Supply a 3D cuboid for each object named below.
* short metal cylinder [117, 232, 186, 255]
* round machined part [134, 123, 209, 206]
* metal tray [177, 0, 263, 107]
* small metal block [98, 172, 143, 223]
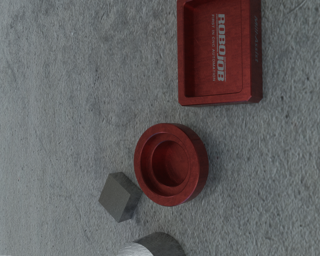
[{"bbox_3d":[-0.011,0.180,0.396,0.080,0.050,0.079,0,90,39],"label":"short metal cylinder"},{"bbox_3d":[0.018,0.043,0.378,0.098,0.042,0.097,0,90,39],"label":"round machined part"},{"bbox_3d":[0.064,-0.091,0.347,0.090,0.030,0.129,-1,89,39],"label":"metal tray"},{"bbox_3d":[-0.058,0.100,0.451,0.050,0.025,0.050,36,112,33],"label":"small metal block"}]
